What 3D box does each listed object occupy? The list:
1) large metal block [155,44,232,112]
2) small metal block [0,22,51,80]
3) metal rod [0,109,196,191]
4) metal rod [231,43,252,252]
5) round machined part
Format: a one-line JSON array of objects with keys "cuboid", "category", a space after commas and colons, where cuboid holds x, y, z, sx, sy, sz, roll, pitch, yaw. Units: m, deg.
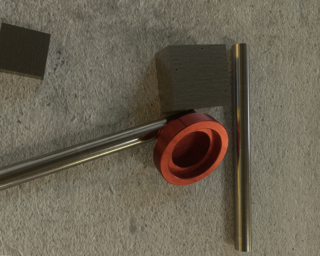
[{"cuboid": [0.043, -0.065, 0.413, 0.081, 0.050, 0.079, -7, 93, -20], "category": "large metal block"}, {"cuboid": [-0.155, -0.085, 0.352, 0.050, 0.025, 0.050, 9, 87, -20], "category": "small metal block"}, {"cuboid": [-0.089, 0.029, 0.376, 0.302, 0.025, 0.025, -18, 96, -20], "category": "metal rod"}, {"cuboid": [0.120, 0.028, 0.455, 0.025, 0.025, 0.298, -1, 90, -20], "category": "metal rod"}, {"cuboid": [0.035, 0.023, 0.399, 0.099, 0.042, 0.097, -15, 126, -21], "category": "round machined part"}]
